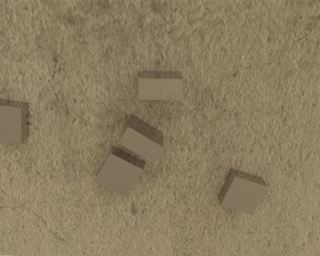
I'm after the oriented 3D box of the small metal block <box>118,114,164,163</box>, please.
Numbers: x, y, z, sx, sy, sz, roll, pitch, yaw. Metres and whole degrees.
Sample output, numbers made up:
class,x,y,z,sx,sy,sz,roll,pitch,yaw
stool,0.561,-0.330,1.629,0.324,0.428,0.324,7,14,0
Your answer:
class,x,y,z,sx,sy,sz,roll,pitch,yaw
small metal block,-0.023,0.012,0.401,0.050,0.050,0.025,31,107,-11

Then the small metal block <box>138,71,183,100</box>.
class,x,y,z,sx,sy,sz,roll,pitch,yaw
small metal block,0.000,-0.053,0.377,0.050,0.050,0.025,1,110,-1

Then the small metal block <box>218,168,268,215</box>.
class,x,y,z,sx,sy,sz,roll,pitch,yaw
small metal block,0.118,0.092,0.445,0.050,0.025,0.050,18,109,-7

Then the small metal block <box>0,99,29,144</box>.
class,x,y,z,sx,sy,sz,roll,pitch,yaw
small metal block,-0.202,-0.010,0.403,0.050,0.025,0.050,8,110,-4

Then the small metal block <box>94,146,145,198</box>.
class,x,y,z,sx,sy,sz,roll,pitch,yaw
small metal block,-0.056,0.061,0.431,0.050,0.025,0.050,29,107,-11
